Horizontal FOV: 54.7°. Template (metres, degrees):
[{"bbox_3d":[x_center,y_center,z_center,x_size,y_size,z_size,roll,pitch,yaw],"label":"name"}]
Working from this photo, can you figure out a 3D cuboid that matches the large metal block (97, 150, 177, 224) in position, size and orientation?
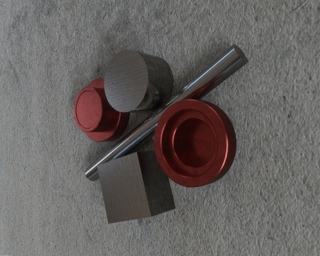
[{"bbox_3d":[-0.033,0.079,0.418,0.080,0.050,0.080,-22,76,38],"label":"large metal block"}]

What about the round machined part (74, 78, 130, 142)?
[{"bbox_3d":[-0.095,-0.027,0.473,0.098,0.042,0.097,0,90,40],"label":"round machined part"}]

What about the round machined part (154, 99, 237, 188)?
[{"bbox_3d":[0.044,0.017,0.359,0.098,0.042,0.097,0,90,40],"label":"round machined part"}]

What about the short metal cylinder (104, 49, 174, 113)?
[{"bbox_3d":[-0.029,-0.060,0.413,0.080,0.050,0.079,0,90,40],"label":"short metal cylinder"}]

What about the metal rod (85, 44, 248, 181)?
[{"bbox_3d":[-0.011,-0.003,0.417,0.299,0.025,0.025,-38,67,33],"label":"metal rod"}]
